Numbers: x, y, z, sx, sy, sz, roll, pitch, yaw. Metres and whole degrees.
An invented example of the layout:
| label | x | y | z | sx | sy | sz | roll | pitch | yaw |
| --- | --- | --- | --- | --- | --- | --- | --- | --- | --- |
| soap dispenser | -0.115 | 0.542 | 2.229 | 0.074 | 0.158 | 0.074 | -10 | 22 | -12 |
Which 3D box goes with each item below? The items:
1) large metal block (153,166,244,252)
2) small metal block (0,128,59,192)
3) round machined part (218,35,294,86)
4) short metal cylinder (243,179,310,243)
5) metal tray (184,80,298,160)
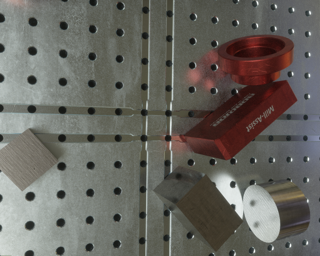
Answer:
| label | x | y | z | sx | sy | sz | roll | pitch | yaw |
| --- | --- | --- | --- | --- | --- | --- | --- | --- | --- |
| large metal block | 0.046 | 0.100 | 0.400 | 0.050 | 0.080 | 0.080 | -42 | 104 | -15 |
| small metal block | -0.154 | 0.035 | 0.356 | 0.050 | 0.025 | 0.050 | -42 | 103 | -15 |
| round machined part | 0.131 | -0.092 | 0.428 | 0.099 | 0.098 | 0.042 | -24 | 124 | -18 |
| short metal cylinder | 0.164 | 0.117 | 0.444 | 0.050 | 0.080 | 0.079 | -6 | 92 | -20 |
| metal tray | 0.105 | -0.013 | 0.416 | 0.131 | 0.090 | 0.030 | -37 | 104 | -16 |
